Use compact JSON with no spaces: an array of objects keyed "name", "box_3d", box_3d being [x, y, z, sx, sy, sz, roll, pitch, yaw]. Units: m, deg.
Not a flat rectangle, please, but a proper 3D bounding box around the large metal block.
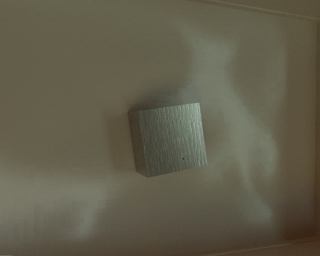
[{"name":"large metal block","box_3d":[0.009,0.013,0.400,0.081,0.050,0.080,-9,93,-20]}]
